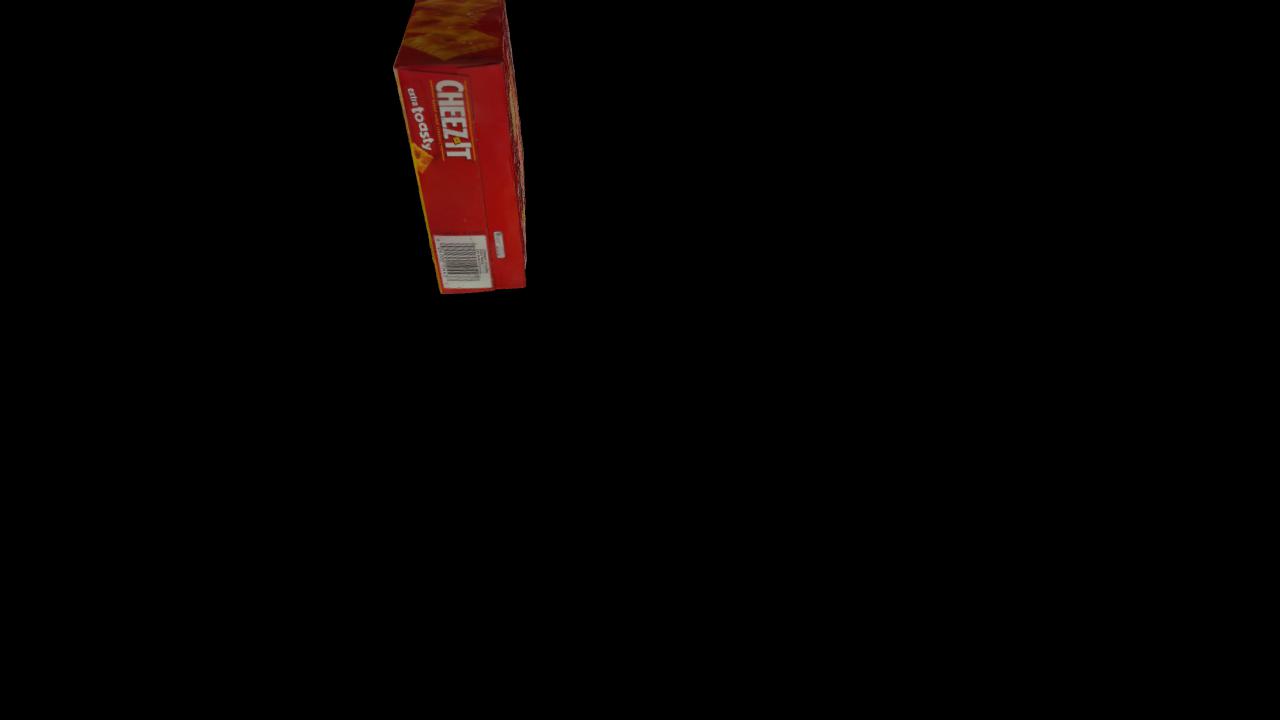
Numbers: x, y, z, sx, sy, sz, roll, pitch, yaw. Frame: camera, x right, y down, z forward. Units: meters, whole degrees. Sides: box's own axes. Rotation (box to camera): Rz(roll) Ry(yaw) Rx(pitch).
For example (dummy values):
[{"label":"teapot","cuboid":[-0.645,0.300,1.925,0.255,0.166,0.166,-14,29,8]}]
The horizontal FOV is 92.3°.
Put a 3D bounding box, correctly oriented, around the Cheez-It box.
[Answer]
[{"label":"Cheez-It box","cuboid":[-0.129,-0.183,0.480,0.071,0.166,0.223,-5,44,-8]}]
